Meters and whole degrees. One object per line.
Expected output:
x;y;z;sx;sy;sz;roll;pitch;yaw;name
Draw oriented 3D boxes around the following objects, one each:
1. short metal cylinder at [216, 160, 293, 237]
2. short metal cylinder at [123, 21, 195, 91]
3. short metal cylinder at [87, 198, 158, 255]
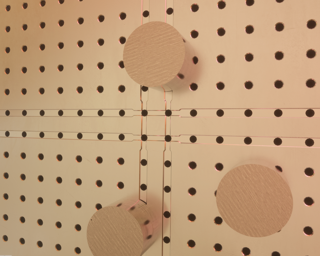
0.110;0.079;0.360;0.080;0.050;0.079;0;90;19;short metal cylinder
0.000;-0.090;0.399;0.080;0.050;0.079;0;90;19;short metal cylinder
-0.050;0.139;0.416;0.080;0.050;0.079;0;90;19;short metal cylinder
